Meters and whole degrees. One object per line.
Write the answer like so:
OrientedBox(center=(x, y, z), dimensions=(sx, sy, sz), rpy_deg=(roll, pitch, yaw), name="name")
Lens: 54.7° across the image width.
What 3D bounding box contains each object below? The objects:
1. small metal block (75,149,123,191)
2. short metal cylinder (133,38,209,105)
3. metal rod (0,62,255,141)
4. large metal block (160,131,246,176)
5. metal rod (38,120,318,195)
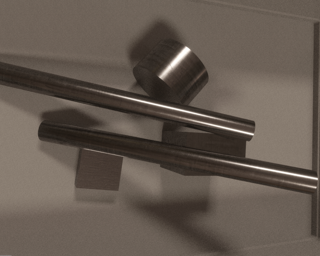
OrientedBox(center=(-0.075, 0.049, 0.384), dimensions=(0.050, 0.025, 0.050), rpy_deg=(9, 87, -20), name="small metal block")
OrientedBox(center=(0.013, -0.064, 0.387), dimensions=(0.080, 0.080, 0.050), rpy_deg=(45, 76, -15), name="short metal cylinder")
OrientedBox(center=(-0.041, -0.030, 0.352), dimensions=(0.302, 0.025, 0.025), rpy_deg=(13, 86, -4), name="metal rod")
OrientedBox(center=(0.053, 0.031, 0.402), dimensions=(0.081, 0.080, 0.050), rpy_deg=(4, 89, -20), name="large metal block")
OrientedBox(center=(0.011, 0.029, 0.340), dimensions=(0.301, 0.025, 0.025), rpy_deg=(10, 86, 9), name="metal rod")
